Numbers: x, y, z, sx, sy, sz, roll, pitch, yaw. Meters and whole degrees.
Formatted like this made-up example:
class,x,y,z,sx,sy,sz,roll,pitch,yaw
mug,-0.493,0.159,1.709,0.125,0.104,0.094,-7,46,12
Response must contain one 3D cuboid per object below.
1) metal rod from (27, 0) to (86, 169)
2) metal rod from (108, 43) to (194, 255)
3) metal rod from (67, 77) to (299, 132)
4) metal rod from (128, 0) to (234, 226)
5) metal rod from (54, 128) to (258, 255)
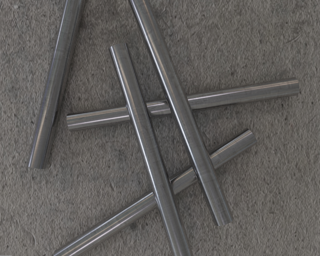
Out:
class,x,y,z,sx,sy,sz,roll,pitch,yaw
metal rod,-0.129,-0.094,0.408,0.025,0.025,0.298,13,90,0
metal rod,-0.007,0.042,0.383,0.025,0.025,0.298,-17,90,0
metal rod,0.030,-0.031,0.409,0.302,0.025,0.025,-9,90,0
metal rod,0.026,-0.024,0.383,0.025,0.025,0.299,-21,90,0
metal rod,-0.005,0.091,0.409,0.301,0.025,0.025,-33,90,0
